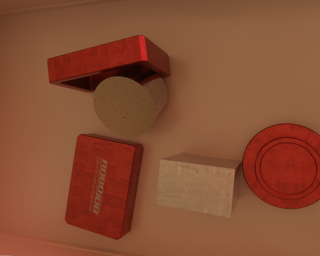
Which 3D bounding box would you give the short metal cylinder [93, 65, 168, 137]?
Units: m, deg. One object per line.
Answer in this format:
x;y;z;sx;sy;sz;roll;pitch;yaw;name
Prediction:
-0.036;-0.035;0.392;0.080;0.050;0.079;9;120;15;short metal cylinder

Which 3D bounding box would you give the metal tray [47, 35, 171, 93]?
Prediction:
-0.062;-0.077;0.396;0.130;0.090;0.030;-9;85;19;metal tray

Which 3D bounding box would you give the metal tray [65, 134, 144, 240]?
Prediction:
-0.079;0.079;0.434;0.090;0.030;0.129;11;93;19;metal tray

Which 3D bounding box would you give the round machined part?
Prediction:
0.144;0.043;0.351;0.098;0.042;0.097;0;90;19;round machined part

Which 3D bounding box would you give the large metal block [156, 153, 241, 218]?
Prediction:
0.049;0.062;0.363;0.080;0.080;0.050;6;92;19;large metal block
